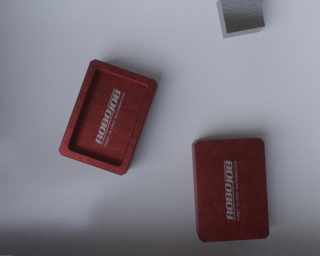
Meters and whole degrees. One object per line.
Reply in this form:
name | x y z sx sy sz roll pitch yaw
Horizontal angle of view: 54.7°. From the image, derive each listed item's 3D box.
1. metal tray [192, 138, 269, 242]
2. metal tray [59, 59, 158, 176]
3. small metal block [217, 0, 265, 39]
metal tray | 0.092 0.080 0.410 0.091 0.030 0.129 -3 90 -1
metal tray | -0.066 -0.014 0.407 0.090 0.030 0.129 19 90 -1
small metal block | 0.107 -0.151 0.413 0.050 0.025 0.050 -11 91 0
